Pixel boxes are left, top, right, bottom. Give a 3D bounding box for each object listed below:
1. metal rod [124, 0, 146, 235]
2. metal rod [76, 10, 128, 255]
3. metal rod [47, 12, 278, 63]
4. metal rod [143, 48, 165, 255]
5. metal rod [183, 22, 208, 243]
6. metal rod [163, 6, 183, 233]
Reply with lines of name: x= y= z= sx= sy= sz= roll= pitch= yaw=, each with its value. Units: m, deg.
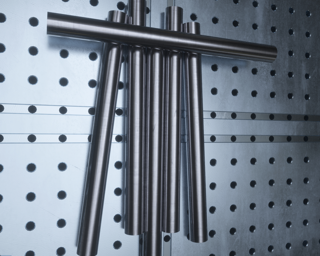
metal rod: x=-0.032 y=-0.015 z=0.401 sx=0.025 sy=0.025 sz=0.298 roll=1 pitch=90 yaw=-20
metal rod: x=-0.071 y=0.005 z=0.385 sx=0.025 sy=0.025 sz=0.299 roll=8 pitch=87 yaw=-20
metal rod: x=0.018 y=-0.110 z=0.392 sx=0.302 sy=0.025 sz=0.025 roll=2 pitch=90 yaw=-20
metal rod: x=-0.008 y=0.041 z=0.409 sx=0.025 sy=0.025 sz=0.298 roll=1 pitch=90 yaw=-20
metal rod: x=0.048 y=0.006 z=0.430 sx=0.025 sy=0.025 sz=0.298 roll=-2 pitch=91 yaw=-20
metal rod: x=0.016 y=-0.011 z=0.420 sx=0.025 sy=0.025 sz=0.298 roll=1 pitch=90 yaw=-20
